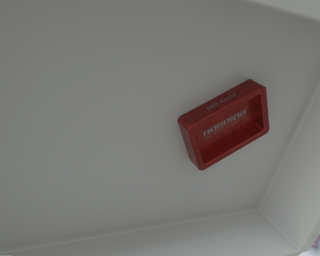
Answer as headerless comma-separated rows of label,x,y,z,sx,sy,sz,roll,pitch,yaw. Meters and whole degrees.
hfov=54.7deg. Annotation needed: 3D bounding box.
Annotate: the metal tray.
metal tray,0.098,-0.004,0.458,0.131,0.030,0.090,-28,129,-11
